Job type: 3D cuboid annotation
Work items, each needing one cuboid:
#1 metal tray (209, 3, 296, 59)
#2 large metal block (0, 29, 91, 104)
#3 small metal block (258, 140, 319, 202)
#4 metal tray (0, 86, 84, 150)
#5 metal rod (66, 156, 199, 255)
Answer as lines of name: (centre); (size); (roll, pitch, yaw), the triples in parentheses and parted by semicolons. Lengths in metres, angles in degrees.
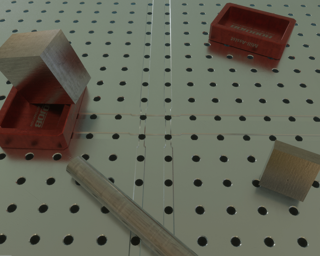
metal tray: (0.165, -0.177, 0.554); (0.130, 0.030, 0.090); (22, 53, 17)
large metal block: (-0.151, -0.077, 0.403); (0.080, 0.080, 0.050); (3, 53, 24)
small metal block: (0.146, 0.048, 0.349); (0.050, 0.050, 0.025); (20, 28, 16)
metal tray: (-0.161, -0.032, 0.429); (0.091, 0.030, 0.130); (2, 50, 1)
metal rod: (0.012, 0.120, 0.306); (0.300, 0.025, 0.025); (34, 58, 25)
